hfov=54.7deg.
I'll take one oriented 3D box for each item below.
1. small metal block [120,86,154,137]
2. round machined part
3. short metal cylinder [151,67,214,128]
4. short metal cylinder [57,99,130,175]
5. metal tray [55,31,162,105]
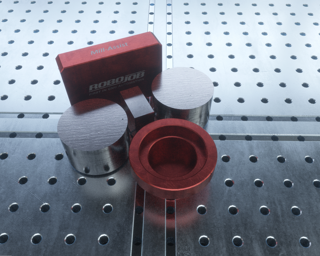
[{"bbox_3d":[-0.029,-0.017,0.400,0.025,0.050,0.050,-20,53,-16],"label":"small metal block"},{"bbox_3d":[0.014,0.039,0.359,0.099,0.042,0.098,0,50,0],"label":"round machined part"},{"bbox_3d":[0.029,-0.037,0.418,0.081,0.050,0.080,0,50,0],"label":"short metal cylinder"},{"bbox_3d":[-0.078,0.010,0.377,0.081,0.050,0.080,0,50,0],"label":"short metal cylinder"},{"bbox_3d":[-0.062,-0.070,0.418,0.131,0.090,0.030,-19,53,-15],"label":"metal tray"}]
